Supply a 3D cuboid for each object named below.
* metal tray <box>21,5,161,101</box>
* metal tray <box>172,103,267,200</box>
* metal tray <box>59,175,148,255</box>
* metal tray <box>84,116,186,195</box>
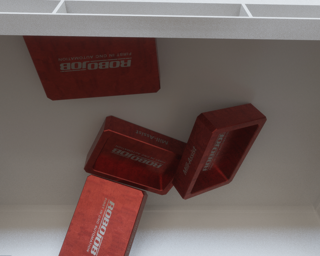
[{"bbox_3d":[-0.068,-0.079,0.338,0.131,0.030,0.089,-4,130,3],"label":"metal tray"},{"bbox_3d":[0.075,0.033,0.407,0.091,0.030,0.129,-12,137,-31],"label":"metal tray"},{"bbox_3d":[-0.081,0.143,0.451,0.090,0.130,0.030,16,168,12],"label":"metal tray"},{"bbox_3d":[-0.031,0.043,0.442,0.131,0.030,0.089,21,127,-17],"label":"metal tray"}]
